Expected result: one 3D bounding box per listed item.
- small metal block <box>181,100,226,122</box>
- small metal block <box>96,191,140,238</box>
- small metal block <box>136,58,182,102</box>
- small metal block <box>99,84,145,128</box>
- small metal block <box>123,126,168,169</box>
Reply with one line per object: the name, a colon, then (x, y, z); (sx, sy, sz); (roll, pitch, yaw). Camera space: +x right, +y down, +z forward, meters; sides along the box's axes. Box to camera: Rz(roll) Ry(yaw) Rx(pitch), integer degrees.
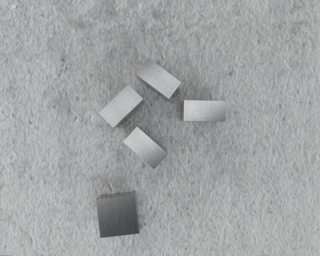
small metal block: (0.054, -0.021, 0.398); (0.050, 0.050, 0.025); (1, 90, -1)
small metal block: (-0.054, 0.114, 0.409); (0.050, 0.025, 0.050); (-6, 90, -1)
small metal block: (-0.002, -0.060, 0.397); (0.050, 0.050, 0.025); (37, 90, -1)
small metal block: (-0.047, -0.027, 0.397); (0.050, 0.050, 0.025); (-44, 91, 0)
small metal block: (-0.017, 0.024, 0.397); (0.050, 0.050, 0.025); (42, 90, -1)
